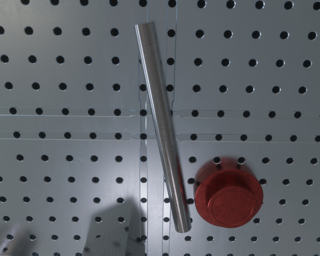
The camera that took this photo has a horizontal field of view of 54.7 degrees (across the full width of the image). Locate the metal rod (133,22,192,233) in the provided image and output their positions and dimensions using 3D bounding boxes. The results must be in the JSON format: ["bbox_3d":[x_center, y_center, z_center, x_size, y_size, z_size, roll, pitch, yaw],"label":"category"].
[{"bbox_3d":[0.008,0.013,0.418,0.025,0.025,0.298,-10,110,3],"label":"metal rod"}]

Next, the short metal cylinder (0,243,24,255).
[{"bbox_3d":[-0.258,0.228,0.481,0.081,0.050,0.079,0,110,0],"label":"short metal cylinder"}]

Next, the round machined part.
[{"bbox_3d":[0.099,0.103,0.443,0.099,0.042,0.097,0,110,0],"label":"round machined part"}]

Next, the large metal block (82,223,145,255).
[{"bbox_3d":[-0.071,0.199,0.457,0.080,0.080,0.050,-27,108,9],"label":"large metal block"}]
